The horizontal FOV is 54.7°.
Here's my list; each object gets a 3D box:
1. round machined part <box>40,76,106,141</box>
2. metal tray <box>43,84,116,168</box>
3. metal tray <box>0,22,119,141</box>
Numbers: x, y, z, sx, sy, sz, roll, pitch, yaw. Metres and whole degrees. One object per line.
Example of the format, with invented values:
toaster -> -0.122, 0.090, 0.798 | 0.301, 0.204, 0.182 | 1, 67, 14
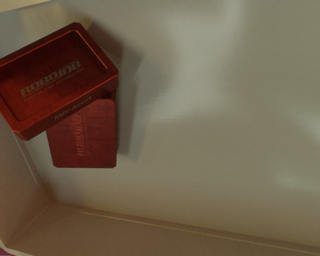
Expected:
round machined part -> -0.132, -0.023, 0.451 | 0.098, 0.042, 0.097 | 13, 124, 20
metal tray -> -0.106, 0.002, 0.424 | 0.091, 0.030, 0.129 | 1, 132, -6
metal tray -> -0.125, -0.057, 0.358 | 0.090, 0.131, 0.030 | 51, 162, 13
